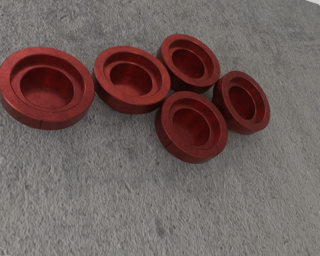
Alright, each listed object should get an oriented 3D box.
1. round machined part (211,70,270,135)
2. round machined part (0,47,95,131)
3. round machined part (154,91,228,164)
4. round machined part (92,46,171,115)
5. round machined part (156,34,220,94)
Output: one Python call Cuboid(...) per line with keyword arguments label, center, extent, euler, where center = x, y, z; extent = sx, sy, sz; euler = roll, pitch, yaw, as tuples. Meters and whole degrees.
Cuboid(label="round machined part", center=(0.117, -0.034, 0.470), extent=(0.099, 0.042, 0.098), euler=(15, 61, -29))
Cuboid(label="round machined part", center=(-0.127, -0.040, 0.349), extent=(0.099, 0.042, 0.098), euler=(14, 56, -21))
Cuboid(label="round machined part", center=(0.037, 0.003, 0.411), extent=(0.099, 0.042, 0.098), euler=(14, 56, -21))
Cuboid(label="round machined part", center=(-0.039, -0.057, 0.402), extent=(0.099, 0.042, 0.098), euler=(12, 53, -16))
Cuboid(label="round machined part", center=(0.038, -0.091, 0.469), extent=(0.099, 0.042, 0.098), euler=(13, 56, -21))
